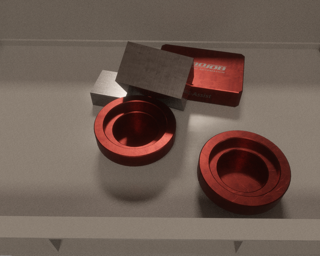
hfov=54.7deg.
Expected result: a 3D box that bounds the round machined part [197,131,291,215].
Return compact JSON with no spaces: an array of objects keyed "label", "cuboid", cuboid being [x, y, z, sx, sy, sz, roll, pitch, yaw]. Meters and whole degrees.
[{"label":"round machined part","cuboid":[0.091,0.053,0.351,0.099,0.042,0.098,0,50,0]}]

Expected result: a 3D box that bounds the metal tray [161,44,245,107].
[{"label":"metal tray","cuboid":[0.059,-0.082,0.472,0.131,0.030,0.090,9,50,7]}]

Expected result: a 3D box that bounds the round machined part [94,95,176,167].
[{"label":"round machined part","cuboid":[-0.030,0.008,0.387,0.099,0.042,0.098,0,50,0]}]

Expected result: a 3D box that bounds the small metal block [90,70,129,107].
[{"label":"small metal block","cuboid":[-0.067,-0.055,0.451,0.050,0.025,0.050,11,51,8]}]

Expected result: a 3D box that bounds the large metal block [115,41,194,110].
[{"label":"large metal block","cuboid":[-0.002,-0.063,0.397,0.080,0.080,0.050,16,86,8]}]
